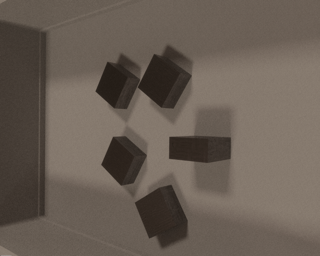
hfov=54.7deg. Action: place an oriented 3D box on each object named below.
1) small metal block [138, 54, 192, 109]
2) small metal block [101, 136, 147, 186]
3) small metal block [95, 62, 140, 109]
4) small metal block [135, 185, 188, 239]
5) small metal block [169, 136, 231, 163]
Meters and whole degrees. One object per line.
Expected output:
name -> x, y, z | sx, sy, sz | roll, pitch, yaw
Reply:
small metal block -> 0.005, -0.060, 0.401 | 0.050, 0.025, 0.050 | 43, 115, 31
small metal block -> -0.053, 0.047, 0.448 | 0.050, 0.025, 0.050 | 38, 113, 33
small metal block -> -0.063, -0.062, 0.456 | 0.050, 0.025, 0.050 | 40, 114, 32
small metal block -> 0.001, 0.109, 0.404 | 0.050, 0.025, 0.050 | -38, 67, 33
small metal block -> 0.046, 0.023, 0.351 | 0.050, 0.050, 0.025 | 2, 91, 39
